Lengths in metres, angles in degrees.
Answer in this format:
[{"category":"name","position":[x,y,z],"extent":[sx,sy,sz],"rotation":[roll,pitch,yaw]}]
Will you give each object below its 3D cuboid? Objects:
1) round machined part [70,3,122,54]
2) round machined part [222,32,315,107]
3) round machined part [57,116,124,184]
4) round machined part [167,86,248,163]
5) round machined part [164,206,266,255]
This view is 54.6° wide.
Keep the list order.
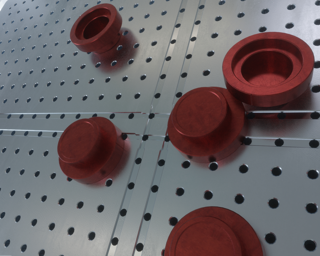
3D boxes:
[{"category":"round machined part","position":[-0.111,-0.175,0.565],"extent":[0.098,0.042,0.098],"rotation":[-13,56,21]},{"category":"round machined part","position":[0.126,-0.064,0.365],"extent":[0.098,0.042,0.098],"rotation":[-9,55,14]},{"category":"round machined part","position":[-0.104,0.025,0.438],"extent":[0.098,0.042,0.098],"rotation":[-13,56,21]},{"category":"round machined part","position":[0.053,-0.011,0.377],"extent":[0.098,0.042,0.098],"rotation":[-13,56,21]},{"category":"round machined part","position":[0.048,0.123,0.297],"extent":[0.098,0.042,0.098],"rotation":[-13,56,21]}]
